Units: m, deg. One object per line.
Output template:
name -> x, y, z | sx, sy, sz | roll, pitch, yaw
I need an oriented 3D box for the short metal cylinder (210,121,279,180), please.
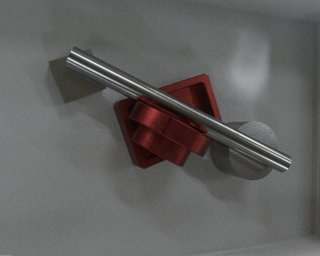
short metal cylinder -> 0.119, 0.031, 0.441 | 0.081, 0.050, 0.079 | 0, 90, -21

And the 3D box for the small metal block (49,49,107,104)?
small metal block -> -0.099, -0.062, 0.373 | 0.050, 0.025, 0.050 | -23, 98, -19

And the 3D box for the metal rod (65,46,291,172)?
metal rod -> 0.032, -0.016, 0.378 | 0.301, 0.025, 0.025 | 26, 81, -12

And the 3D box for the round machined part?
round machined part -> 0.006, 0.011, 0.360 | 0.098, 0.098, 0.042 | 29, 88, -18

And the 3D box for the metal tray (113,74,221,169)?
metal tray -> 0.015, -0.011, 0.412 | 0.131, 0.030, 0.090 | -20, 97, -19
